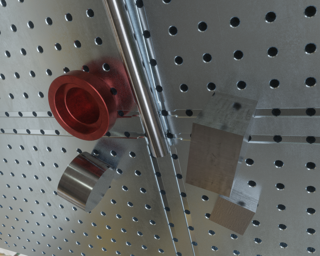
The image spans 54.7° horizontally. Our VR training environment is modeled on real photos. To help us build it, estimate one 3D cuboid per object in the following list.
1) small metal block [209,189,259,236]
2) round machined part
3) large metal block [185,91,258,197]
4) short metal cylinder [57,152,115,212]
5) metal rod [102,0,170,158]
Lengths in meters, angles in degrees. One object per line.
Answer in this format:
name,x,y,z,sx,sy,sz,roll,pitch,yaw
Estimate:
small metal block,0.101,0.113,0.427,0.050,0.025,0.050,23,127,14
round machined part,-0.102,-0.034,0.431,0.098,0.042,0.097,13,124,20
large metal block,0.070,0.015,0.348,0.050,0.080,0.079,16,125,19
short metal cylinder,-0.114,0.084,0.485,0.050,0.080,0.079,27,128,11
metal rod,-0.038,-0.096,0.369,0.025,0.025,0.298,-3,117,29
